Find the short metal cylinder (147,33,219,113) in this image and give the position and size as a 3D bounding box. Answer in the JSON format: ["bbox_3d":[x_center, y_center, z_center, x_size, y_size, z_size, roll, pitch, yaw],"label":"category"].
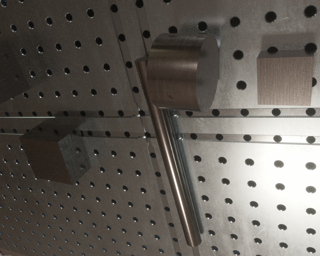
[{"bbox_3d":[0.027,-0.058,0.325,0.050,0.080,0.079,8,122,24],"label":"short metal cylinder"}]

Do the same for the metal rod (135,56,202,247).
[{"bbox_3d":[0.018,0.048,0.430,0.025,0.025,0.298,-1,118,28],"label":"metal rod"}]

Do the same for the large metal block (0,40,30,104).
[{"bbox_3d":[-0.257,-0.078,0.460,0.050,0.080,0.080,-3,117,29],"label":"large metal block"}]

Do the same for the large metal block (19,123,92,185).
[{"bbox_3d":[-0.169,0.041,0.507,0.080,0.050,0.079,5,121,25],"label":"large metal block"}]

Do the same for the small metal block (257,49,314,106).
[{"bbox_3d":[0.126,-0.051,0.313,0.050,0.025,0.050,4,120,26],"label":"small metal block"}]
